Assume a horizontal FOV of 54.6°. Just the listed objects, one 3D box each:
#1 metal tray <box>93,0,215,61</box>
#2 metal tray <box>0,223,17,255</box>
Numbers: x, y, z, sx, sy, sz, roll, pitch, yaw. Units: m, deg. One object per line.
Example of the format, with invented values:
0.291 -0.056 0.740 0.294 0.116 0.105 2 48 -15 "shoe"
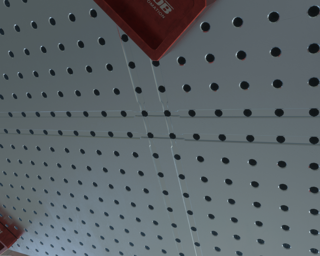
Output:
-0.019 -0.148 0.326 0.130 0.030 0.090 45 129 -4 "metal tray"
-0.444 0.269 0.810 0.130 0.030 0.090 47 129 -5 "metal tray"
